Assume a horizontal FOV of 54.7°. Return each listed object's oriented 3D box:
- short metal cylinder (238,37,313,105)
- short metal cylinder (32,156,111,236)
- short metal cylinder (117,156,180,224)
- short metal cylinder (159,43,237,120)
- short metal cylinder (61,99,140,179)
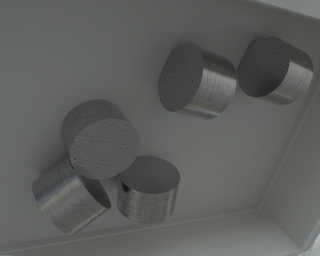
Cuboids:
[{"bbox_3d":[0.152,-0.074,0.412,0.050,0.080,0.079,11,113,-33],"label":"short metal cylinder"},{"bbox_3d":[-0.103,0.078,0.366,0.050,0.080,0.080,-37,130,-4],"label":"short metal cylinder"},{"bbox_3d":[-0.016,0.081,0.416,0.081,0.080,0.050,-7,122,-26],"label":"short metal cylinder"},{"bbox_3d":[0.042,-0.053,0.365,0.050,0.080,0.079,12,112,-34],"label":"short metal cylinder"},{"bbox_3d":[-0.070,0.013,0.363,0.081,0.050,0.079,-14,124,-21],"label":"short metal cylinder"}]
